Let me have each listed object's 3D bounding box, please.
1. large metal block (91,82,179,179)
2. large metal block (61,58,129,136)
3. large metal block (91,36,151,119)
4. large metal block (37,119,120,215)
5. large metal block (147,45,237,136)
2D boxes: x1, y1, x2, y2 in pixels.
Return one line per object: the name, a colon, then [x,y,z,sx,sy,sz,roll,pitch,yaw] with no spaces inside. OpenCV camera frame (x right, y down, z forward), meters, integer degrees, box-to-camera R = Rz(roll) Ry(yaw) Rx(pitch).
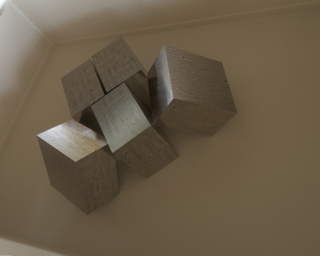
large metal block: [-0.030,0.004,0.380,0.050,0.080,0.080,-36,51,4]
large metal block: [-0.086,-0.036,0.434,0.050,0.080,0.080,-33,52,7]
large metal block: [-0.042,-0.065,0.429,0.050,0.080,0.080,-34,52,6]
large metal block: [-0.099,0.046,0.382,0.080,0.079,0.050,24,40,36]
large metal block: [0.035,-0.043,0.367,0.050,0.081,0.080,-52,36,46]
